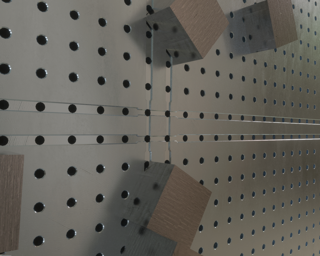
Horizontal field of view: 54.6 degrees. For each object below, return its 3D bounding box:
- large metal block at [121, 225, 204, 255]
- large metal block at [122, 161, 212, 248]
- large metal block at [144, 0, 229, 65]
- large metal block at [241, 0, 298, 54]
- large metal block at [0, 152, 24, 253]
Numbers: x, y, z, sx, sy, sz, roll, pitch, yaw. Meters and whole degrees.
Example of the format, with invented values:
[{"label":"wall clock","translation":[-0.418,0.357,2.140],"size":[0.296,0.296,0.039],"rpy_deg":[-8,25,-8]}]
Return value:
[{"label":"large metal block","translation":[-0.007,0.171,0.367],"size":[0.050,0.080,0.080],"rpy_deg":[40,66,-33]},{"label":"large metal block","translation":[0.012,0.099,0.402],"size":[0.080,0.050,0.080],"rpy_deg":[39,66,-33]},{"label":"large metal block","translation":[0.039,-0.147,0.424],"size":[0.080,0.050,0.080],"rpy_deg":[50,61,-28]},{"label":"large metal block","translation":[0.199,-0.186,0.557],"size":[0.081,0.050,0.080],"rpy_deg":[-26,107,-37]},{"label":"large metal block","translation":[-0.164,0.060,0.255],"size":[0.081,0.050,0.080],"rpy_deg":[4,87,-40]}]
